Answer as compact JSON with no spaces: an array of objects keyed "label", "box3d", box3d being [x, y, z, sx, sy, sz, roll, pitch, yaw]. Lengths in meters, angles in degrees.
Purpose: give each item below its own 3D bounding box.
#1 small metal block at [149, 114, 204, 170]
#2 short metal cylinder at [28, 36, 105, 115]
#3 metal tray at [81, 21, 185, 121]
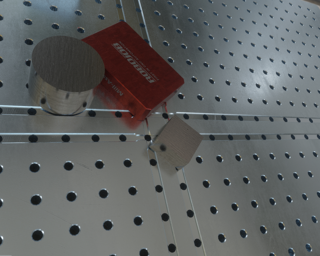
[{"label":"small metal block","box3d":[0.023,0.018,0.409,0.050,0.025,0.050,38,51,-3]},{"label":"short metal cylinder","box3d":[-0.112,-0.062,0.370,0.081,0.050,0.080,14,56,-21]},{"label":"metal tray","box3d":[-0.040,-0.083,0.434,0.130,0.030,0.090,45,51,3]}]
